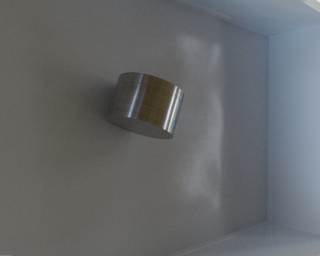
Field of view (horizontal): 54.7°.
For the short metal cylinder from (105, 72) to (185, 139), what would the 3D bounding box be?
[{"bbox_3d":[-0.017,-0.023,0.358,0.080,0.080,0.050,26,74,-37],"label":"short metal cylinder"}]
